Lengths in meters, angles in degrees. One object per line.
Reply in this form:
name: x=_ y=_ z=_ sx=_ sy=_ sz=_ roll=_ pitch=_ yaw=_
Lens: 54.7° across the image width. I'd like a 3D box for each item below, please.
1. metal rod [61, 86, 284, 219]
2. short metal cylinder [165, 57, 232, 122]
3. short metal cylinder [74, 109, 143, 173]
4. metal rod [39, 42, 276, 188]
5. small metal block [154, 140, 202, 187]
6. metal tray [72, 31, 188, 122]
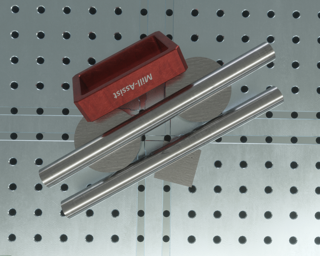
metal rod: x=0.016 y=0.030 z=0.387 sx=0.301 sy=0.025 sz=0.025 roll=-29 pitch=90 yaw=-1
short metal cylinder: x=0.047 y=-0.047 z=0.402 sx=0.081 sy=0.050 sz=0.079 roll=0 pitch=90 yaw=-1
short metal cylinder: x=-0.064 y=0.014 z=0.400 sx=0.081 sy=0.050 sz=0.079 roll=0 pitch=90 yaw=-1
metal rod: x=-0.003 y=-0.016 z=0.362 sx=0.301 sy=0.025 sz=0.025 roll=-30 pitch=90 yaw=-1
small metal block: x=0.023 y=0.046 z=0.413 sx=0.050 sy=0.025 sz=0.050 roll=15 pitch=90 yaw=-1
metal tray: x=-0.041 y=-0.067 z=0.379 sx=0.130 sy=0.090 sz=0.030 roll=-29 pitch=122 yaw=-1
